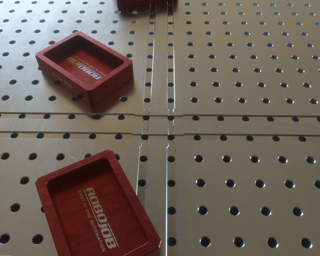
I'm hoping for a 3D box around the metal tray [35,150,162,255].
[{"bbox_3d":[-0.067,0.092,0.326,0.091,0.030,0.130,-22,54,-18],"label":"metal tray"}]

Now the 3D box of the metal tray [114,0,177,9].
[{"bbox_3d":[-0.035,-0.296,0.652,0.131,0.030,0.090,-14,51,-11],"label":"metal tray"}]

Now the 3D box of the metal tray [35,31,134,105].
[{"bbox_3d":[-0.117,-0.098,0.485,0.130,0.030,0.090,34,57,25],"label":"metal tray"}]
